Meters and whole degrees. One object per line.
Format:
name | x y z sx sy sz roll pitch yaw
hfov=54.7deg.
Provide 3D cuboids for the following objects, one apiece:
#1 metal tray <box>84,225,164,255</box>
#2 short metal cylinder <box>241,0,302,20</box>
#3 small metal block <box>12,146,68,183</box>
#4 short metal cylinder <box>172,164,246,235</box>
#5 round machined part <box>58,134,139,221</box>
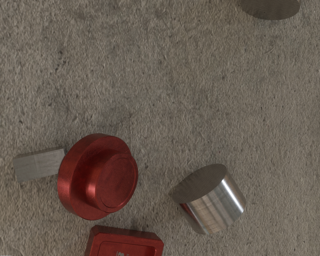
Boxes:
metal tray | -0.054 0.195 0.386 0.091 0.030 0.129 15 85 -20
short metal cylinder | 0.161 -0.196 0.439 0.081 0.080 0.050 16 85 -20
small metal block | -0.133 0.039 0.347 0.050 0.050 0.025 -12 95 -20
short metal cylinder | 0.063 0.091 0.404 0.080 0.080 0.050 -36 102 -16
round machined part | -0.062 0.057 0.352 0.099 0.042 0.097 -21 116 -51
